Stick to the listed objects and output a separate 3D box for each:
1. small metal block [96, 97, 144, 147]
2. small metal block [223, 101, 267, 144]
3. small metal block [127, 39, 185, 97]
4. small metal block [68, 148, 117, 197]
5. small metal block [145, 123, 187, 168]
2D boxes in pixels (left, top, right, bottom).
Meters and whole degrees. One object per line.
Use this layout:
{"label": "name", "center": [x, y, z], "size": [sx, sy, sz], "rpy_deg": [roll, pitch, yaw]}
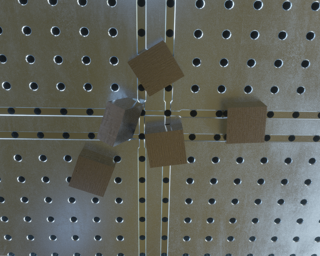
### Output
{"label": "small metal block", "center": [-0.050, -0.009, 0.393], "size": [0.025, 0.050, 0.050], "rpy_deg": [26, 110, 16]}
{"label": "small metal block", "center": [0.112, -0.007, 0.412], "size": [0.050, 0.025, 0.050], "rpy_deg": [-2, 110, 0]}
{"label": "small metal block", "center": [-0.005, -0.075, 0.386], "size": [0.050, 0.025, 0.050], "rpy_deg": [-30, 108, 10]}
{"label": "small metal block", "center": [-0.094, 0.063, 0.435], "size": [0.050, 0.025, 0.050], "rpy_deg": [20, 109, -8]}
{"label": "small metal block", "center": [0.008, 0.024, 0.422], "size": [0.050, 0.025, 0.050], "rpy_deg": [-7, 110, 2]}
